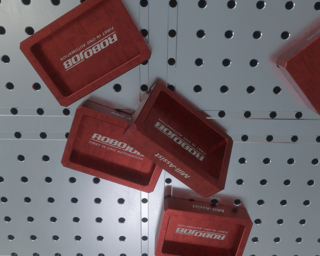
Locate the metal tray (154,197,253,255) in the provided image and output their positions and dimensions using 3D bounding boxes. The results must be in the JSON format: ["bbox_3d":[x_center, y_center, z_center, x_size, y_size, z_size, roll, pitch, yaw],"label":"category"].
[{"bbox_3d":[0.063,0.159,0.469,0.131,0.030,0.089,10,110,-4],"label":"metal tray"}]

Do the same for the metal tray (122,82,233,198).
[{"bbox_3d":[0.027,0.014,0.382,0.130,0.090,0.030,37,134,-13],"label":"metal tray"}]

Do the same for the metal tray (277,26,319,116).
[{"bbox_3d":[0.225,-0.088,0.380,0.130,0.030,0.090,-39,106,13],"label":"metal tray"}]

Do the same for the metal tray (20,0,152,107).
[{"bbox_3d":[-0.087,-0.095,0.374,0.130,0.030,0.090,-28,108,10],"label":"metal tray"}]

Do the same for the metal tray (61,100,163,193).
[{"bbox_3d":[-0.057,0.027,0.419,0.131,0.030,0.089,19,109,-7],"label":"metal tray"}]
